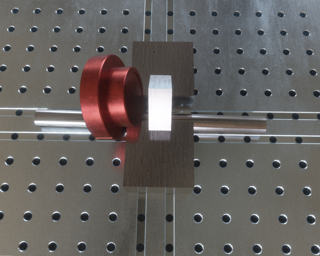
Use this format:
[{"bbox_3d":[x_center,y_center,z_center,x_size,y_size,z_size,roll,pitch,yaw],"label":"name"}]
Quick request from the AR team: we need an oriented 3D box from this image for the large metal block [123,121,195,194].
[{"bbox_3d":[0.000,0.037,0.385,0.081,0.050,0.080,1,70,0],"label":"large metal block"}]

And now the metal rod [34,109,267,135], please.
[{"bbox_3d":[-0.012,-0.008,0.414,0.302,0.025,0.025,2,70,0],"label":"metal rod"}]

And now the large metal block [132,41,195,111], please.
[{"bbox_3d":[0.004,-0.070,0.424,0.081,0.050,0.080,1,70,0],"label":"large metal block"}]

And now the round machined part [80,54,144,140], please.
[{"bbox_3d":[-0.048,-0.035,0.355,0.042,0.098,0.098,-1,69,15],"label":"round machined part"}]

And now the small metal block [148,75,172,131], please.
[{"bbox_3d":[0.000,-0.031,0.363,0.025,0.050,0.050,1,26,0],"label":"small metal block"}]
